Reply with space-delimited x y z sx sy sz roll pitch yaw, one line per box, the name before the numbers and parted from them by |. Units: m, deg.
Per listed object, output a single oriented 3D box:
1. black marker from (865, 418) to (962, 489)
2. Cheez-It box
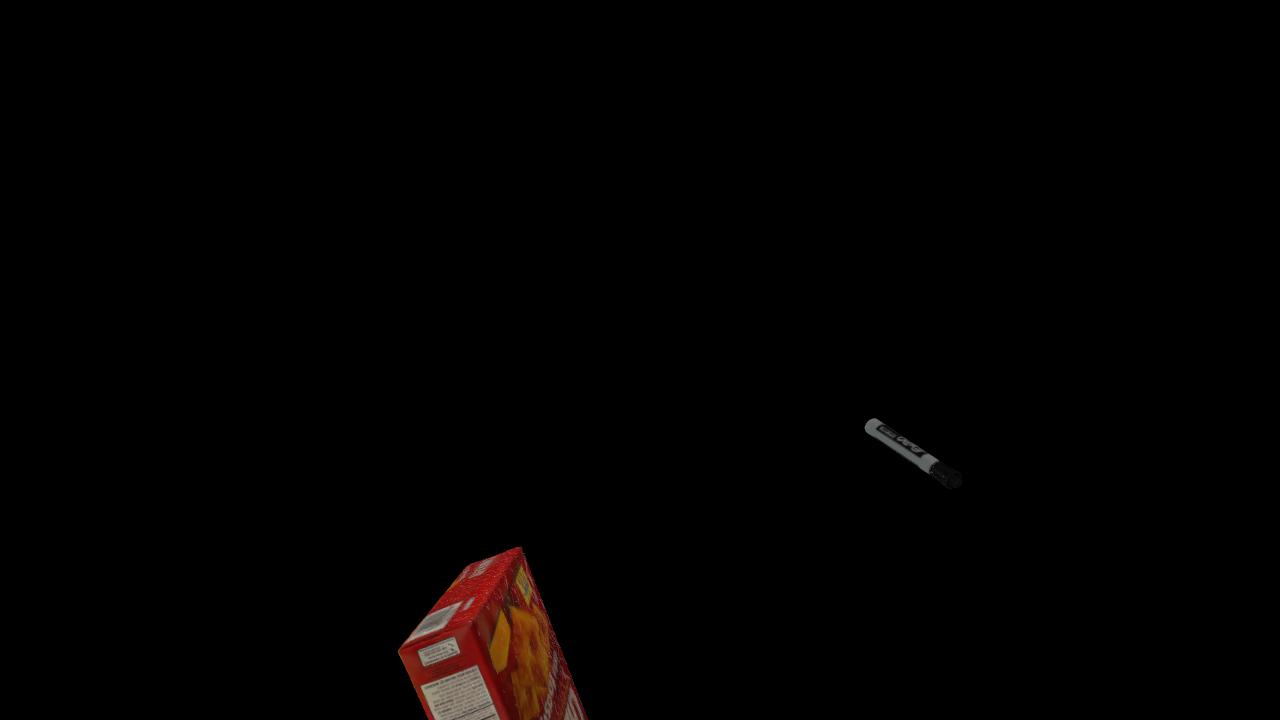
black marker | 0.274 0.093 0.621 0.020 0.020 0.121 0 21 -21
Cheez-It box | -0.116 0.309 0.560 0.071 0.223 0.166 -20 3 4
